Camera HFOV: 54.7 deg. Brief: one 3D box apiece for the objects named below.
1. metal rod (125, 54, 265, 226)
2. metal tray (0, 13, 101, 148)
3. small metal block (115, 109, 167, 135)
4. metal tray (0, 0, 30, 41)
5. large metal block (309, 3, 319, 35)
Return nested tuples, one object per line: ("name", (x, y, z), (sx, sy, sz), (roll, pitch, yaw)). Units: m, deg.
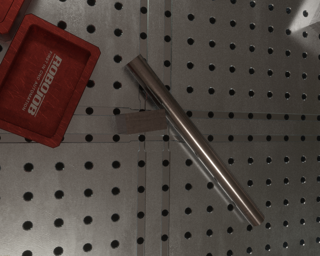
("metal rod", (0.056, 0.025, 0.434), (0.025, 0.025, 0.300), (-42, 104, -15))
("metal tray", (-0.136, -0.052, 0.359), (0.090, 0.030, 0.130), (24, 82, -19))
("small metal block", (-0.025, -0.008, 0.391), (0.050, 0.050, 0.025), (-8, 93, -20))
("metal tray", (-0.210, -0.165, 0.331), (0.131, 0.030, 0.090), (24, 82, -19))
("large metal block", (0.311, -0.187, 0.516), (0.080, 0.050, 0.080), (32, 79, -18))
